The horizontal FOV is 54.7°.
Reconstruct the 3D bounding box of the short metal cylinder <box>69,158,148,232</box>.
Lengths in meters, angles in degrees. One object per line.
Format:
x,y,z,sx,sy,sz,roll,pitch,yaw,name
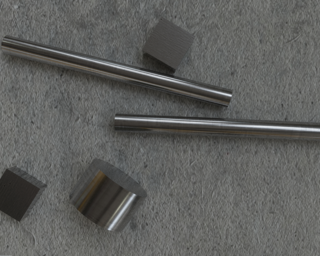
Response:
-0.063,0.081,0.382,0.080,0.080,0.050,35,90,0,short metal cylinder

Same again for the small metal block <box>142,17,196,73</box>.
0.011,-0.109,0.410,0.050,0.025,0.050,30,90,0,small metal block

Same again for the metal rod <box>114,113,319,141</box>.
0.092,0.000,0.410,0.302,0.025,0.025,3,90,0,metal rod

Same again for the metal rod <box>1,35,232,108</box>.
-0.055,-0.074,0.409,0.302,0.025,0.025,14,90,0,metal rod

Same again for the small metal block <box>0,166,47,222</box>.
-0.188,0.086,0.408,0.050,0.025,0.050,32,90,0,small metal block
